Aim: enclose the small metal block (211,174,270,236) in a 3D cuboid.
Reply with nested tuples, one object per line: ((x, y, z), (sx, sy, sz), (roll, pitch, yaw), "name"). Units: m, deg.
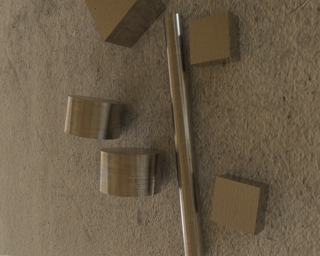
((0.086, 0.081, 0.334), (0.050, 0.025, 0.050), (10, 96, 39), "small metal block")

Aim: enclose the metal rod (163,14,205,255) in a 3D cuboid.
((0.030, 0.010, 0.380), (0.025, 0.025, 0.298), (-8, 85, 39), "metal rod")

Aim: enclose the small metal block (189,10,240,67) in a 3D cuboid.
((0.062, -0.099, 0.354), (0.050, 0.025, 0.050), (-3, 88, 40), "small metal block")

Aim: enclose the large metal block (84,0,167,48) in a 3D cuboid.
((-0.050, -0.172, 0.430), (0.080, 0.050, 0.080), (-40, 66, 32), "large metal block")

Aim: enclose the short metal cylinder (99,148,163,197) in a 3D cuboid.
((-0.037, 0.054, 0.400), (0.080, 0.081, 0.050), (4, 93, 40), "short metal cylinder")

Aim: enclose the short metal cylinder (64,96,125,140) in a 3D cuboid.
((-0.094, -0.017, 0.447), (0.080, 0.081, 0.050), (15, 100, 39), "short metal cylinder")
